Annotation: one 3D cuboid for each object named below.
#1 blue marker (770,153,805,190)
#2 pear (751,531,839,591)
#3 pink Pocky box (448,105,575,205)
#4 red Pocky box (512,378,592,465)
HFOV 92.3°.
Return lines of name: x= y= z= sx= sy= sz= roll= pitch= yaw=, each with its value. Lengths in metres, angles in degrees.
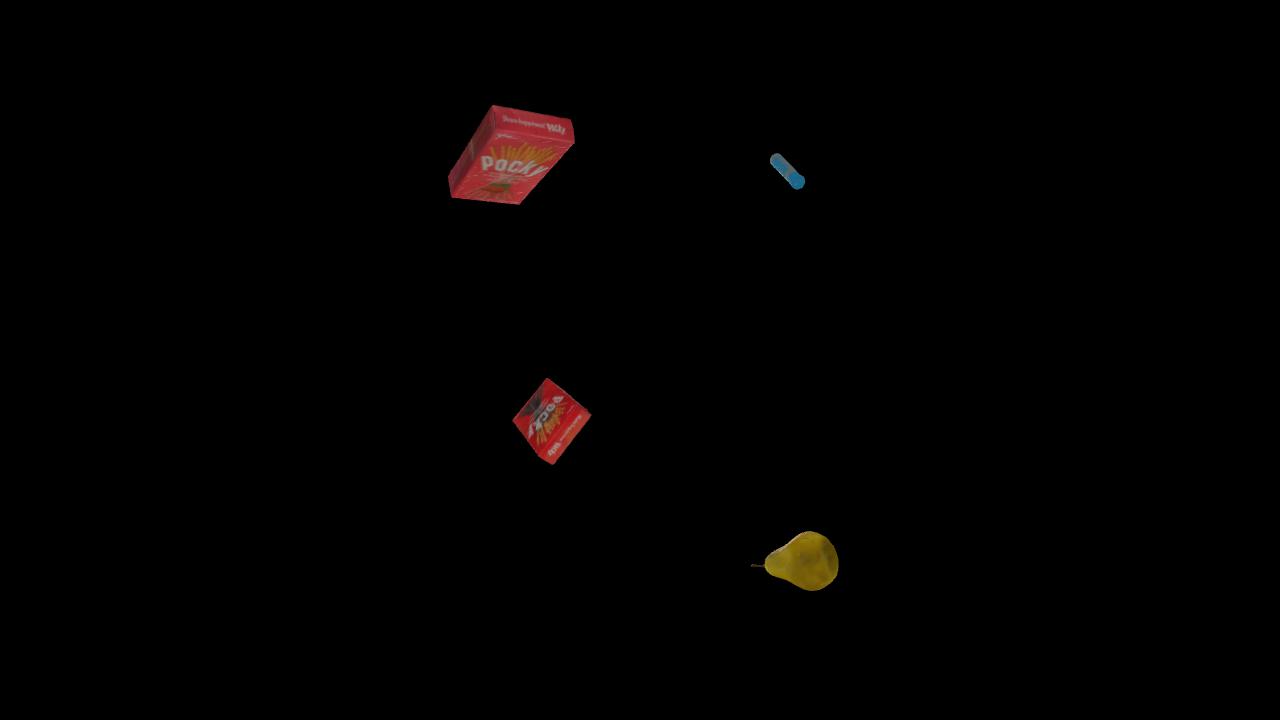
blue marker: x=0.204 y=-0.262 z=0.853 sx=0.020 sy=0.020 sz=0.121 roll=0 pitch=32 yaw=-4
pear: x=0.208 y=0.275 z=0.831 sx=0.111 sy=0.080 sz=0.080 roll=-22 pitch=-14 yaw=39
pink Pocky box: x=-0.139 y=-0.210 z=0.648 sx=0.084 sy=0.029 sz=0.155 roll=-3 pitch=-10 yaw=-33
red Pocky box: x=-0.123 y=0.078 z=0.834 sx=0.028 sy=0.083 sz=0.155 roll=42 pitch=-7 yaw=-26
